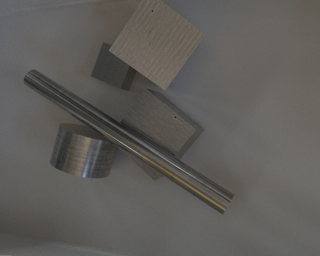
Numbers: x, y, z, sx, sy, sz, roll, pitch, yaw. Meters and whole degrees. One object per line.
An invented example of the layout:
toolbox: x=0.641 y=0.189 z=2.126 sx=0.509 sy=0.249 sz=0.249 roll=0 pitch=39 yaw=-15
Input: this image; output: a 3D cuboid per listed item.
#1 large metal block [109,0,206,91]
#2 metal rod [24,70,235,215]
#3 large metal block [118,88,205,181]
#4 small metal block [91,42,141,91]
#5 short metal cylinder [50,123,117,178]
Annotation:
large metal block: x=-0.004 y=-0.104 z=0.381 sx=0.080 sy=0.050 sz=0.080 roll=35 pitch=99 yaw=-8
metal rod: x=-0.050 y=0.007 z=0.373 sx=0.300 sy=0.025 sz=0.025 roll=31 pitch=100 yaw=17
large metal block: x=-0.003 y=0.007 z=0.398 sx=0.080 sy=0.050 sz=0.080 roll=41 pitch=103 yaw=15
small metal block: x=-0.061 y=-0.085 z=0.431 sx=0.050 sy=0.025 sz=0.050 roll=24 pitch=98 yaw=18
short metal cylinder: x=-0.100 y=0.029 z=0.415 sx=0.080 sy=0.080 sz=0.050 roll=18 pitch=96 yaw=18
